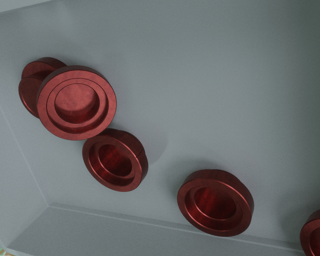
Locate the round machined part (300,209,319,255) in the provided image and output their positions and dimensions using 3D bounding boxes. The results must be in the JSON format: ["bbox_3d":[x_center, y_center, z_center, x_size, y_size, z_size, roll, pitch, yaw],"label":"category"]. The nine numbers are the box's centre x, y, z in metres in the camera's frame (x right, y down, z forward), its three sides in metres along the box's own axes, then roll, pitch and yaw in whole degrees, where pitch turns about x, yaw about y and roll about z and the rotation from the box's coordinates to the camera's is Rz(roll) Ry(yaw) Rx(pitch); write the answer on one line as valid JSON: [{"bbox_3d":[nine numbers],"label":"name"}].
[{"bbox_3d":[0.217,0.131,0.352,0.098,0.042,0.097,27,133,33],"label":"round machined part"}]

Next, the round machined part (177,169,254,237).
[{"bbox_3d":[0.076,0.095,0.415,0.098,0.042,0.097,13,124,20],"label":"round machined part"}]

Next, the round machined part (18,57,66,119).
[{"bbox_3d":[-0.164,-0.050,0.451,0.098,0.042,0.097,13,124,20],"label":"round machined part"}]

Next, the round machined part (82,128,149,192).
[{"bbox_3d":[-0.061,0.042,0.454,0.098,0.042,0.097,13,124,20],"label":"round machined part"}]

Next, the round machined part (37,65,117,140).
[{"bbox_3d":[-0.110,-0.036,0.410,0.099,0.042,0.097,-10,119,-18],"label":"round machined part"}]
